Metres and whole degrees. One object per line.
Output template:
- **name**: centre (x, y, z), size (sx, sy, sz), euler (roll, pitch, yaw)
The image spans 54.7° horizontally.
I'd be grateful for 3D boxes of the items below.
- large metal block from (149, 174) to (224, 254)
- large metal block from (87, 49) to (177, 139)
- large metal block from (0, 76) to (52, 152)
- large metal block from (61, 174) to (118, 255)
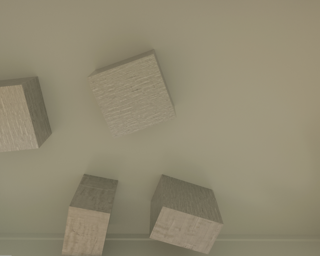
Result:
- **large metal block**: centre (0.033, 0.115, 0.425), size (0.080, 0.080, 0.050), euler (18, 109, -7)
- **large metal block**: centre (-0.032, -0.043, 0.382), size (0.080, 0.050, 0.080), euler (-18, 109, 6)
- **large metal block**: centre (-0.193, -0.017, 0.389), size (0.080, 0.050, 0.079), euler (-6, 110, 1)
- **large metal block**: centre (-0.094, 0.122, 0.426), size (0.050, 0.080, 0.079), euler (12, 110, -5)
